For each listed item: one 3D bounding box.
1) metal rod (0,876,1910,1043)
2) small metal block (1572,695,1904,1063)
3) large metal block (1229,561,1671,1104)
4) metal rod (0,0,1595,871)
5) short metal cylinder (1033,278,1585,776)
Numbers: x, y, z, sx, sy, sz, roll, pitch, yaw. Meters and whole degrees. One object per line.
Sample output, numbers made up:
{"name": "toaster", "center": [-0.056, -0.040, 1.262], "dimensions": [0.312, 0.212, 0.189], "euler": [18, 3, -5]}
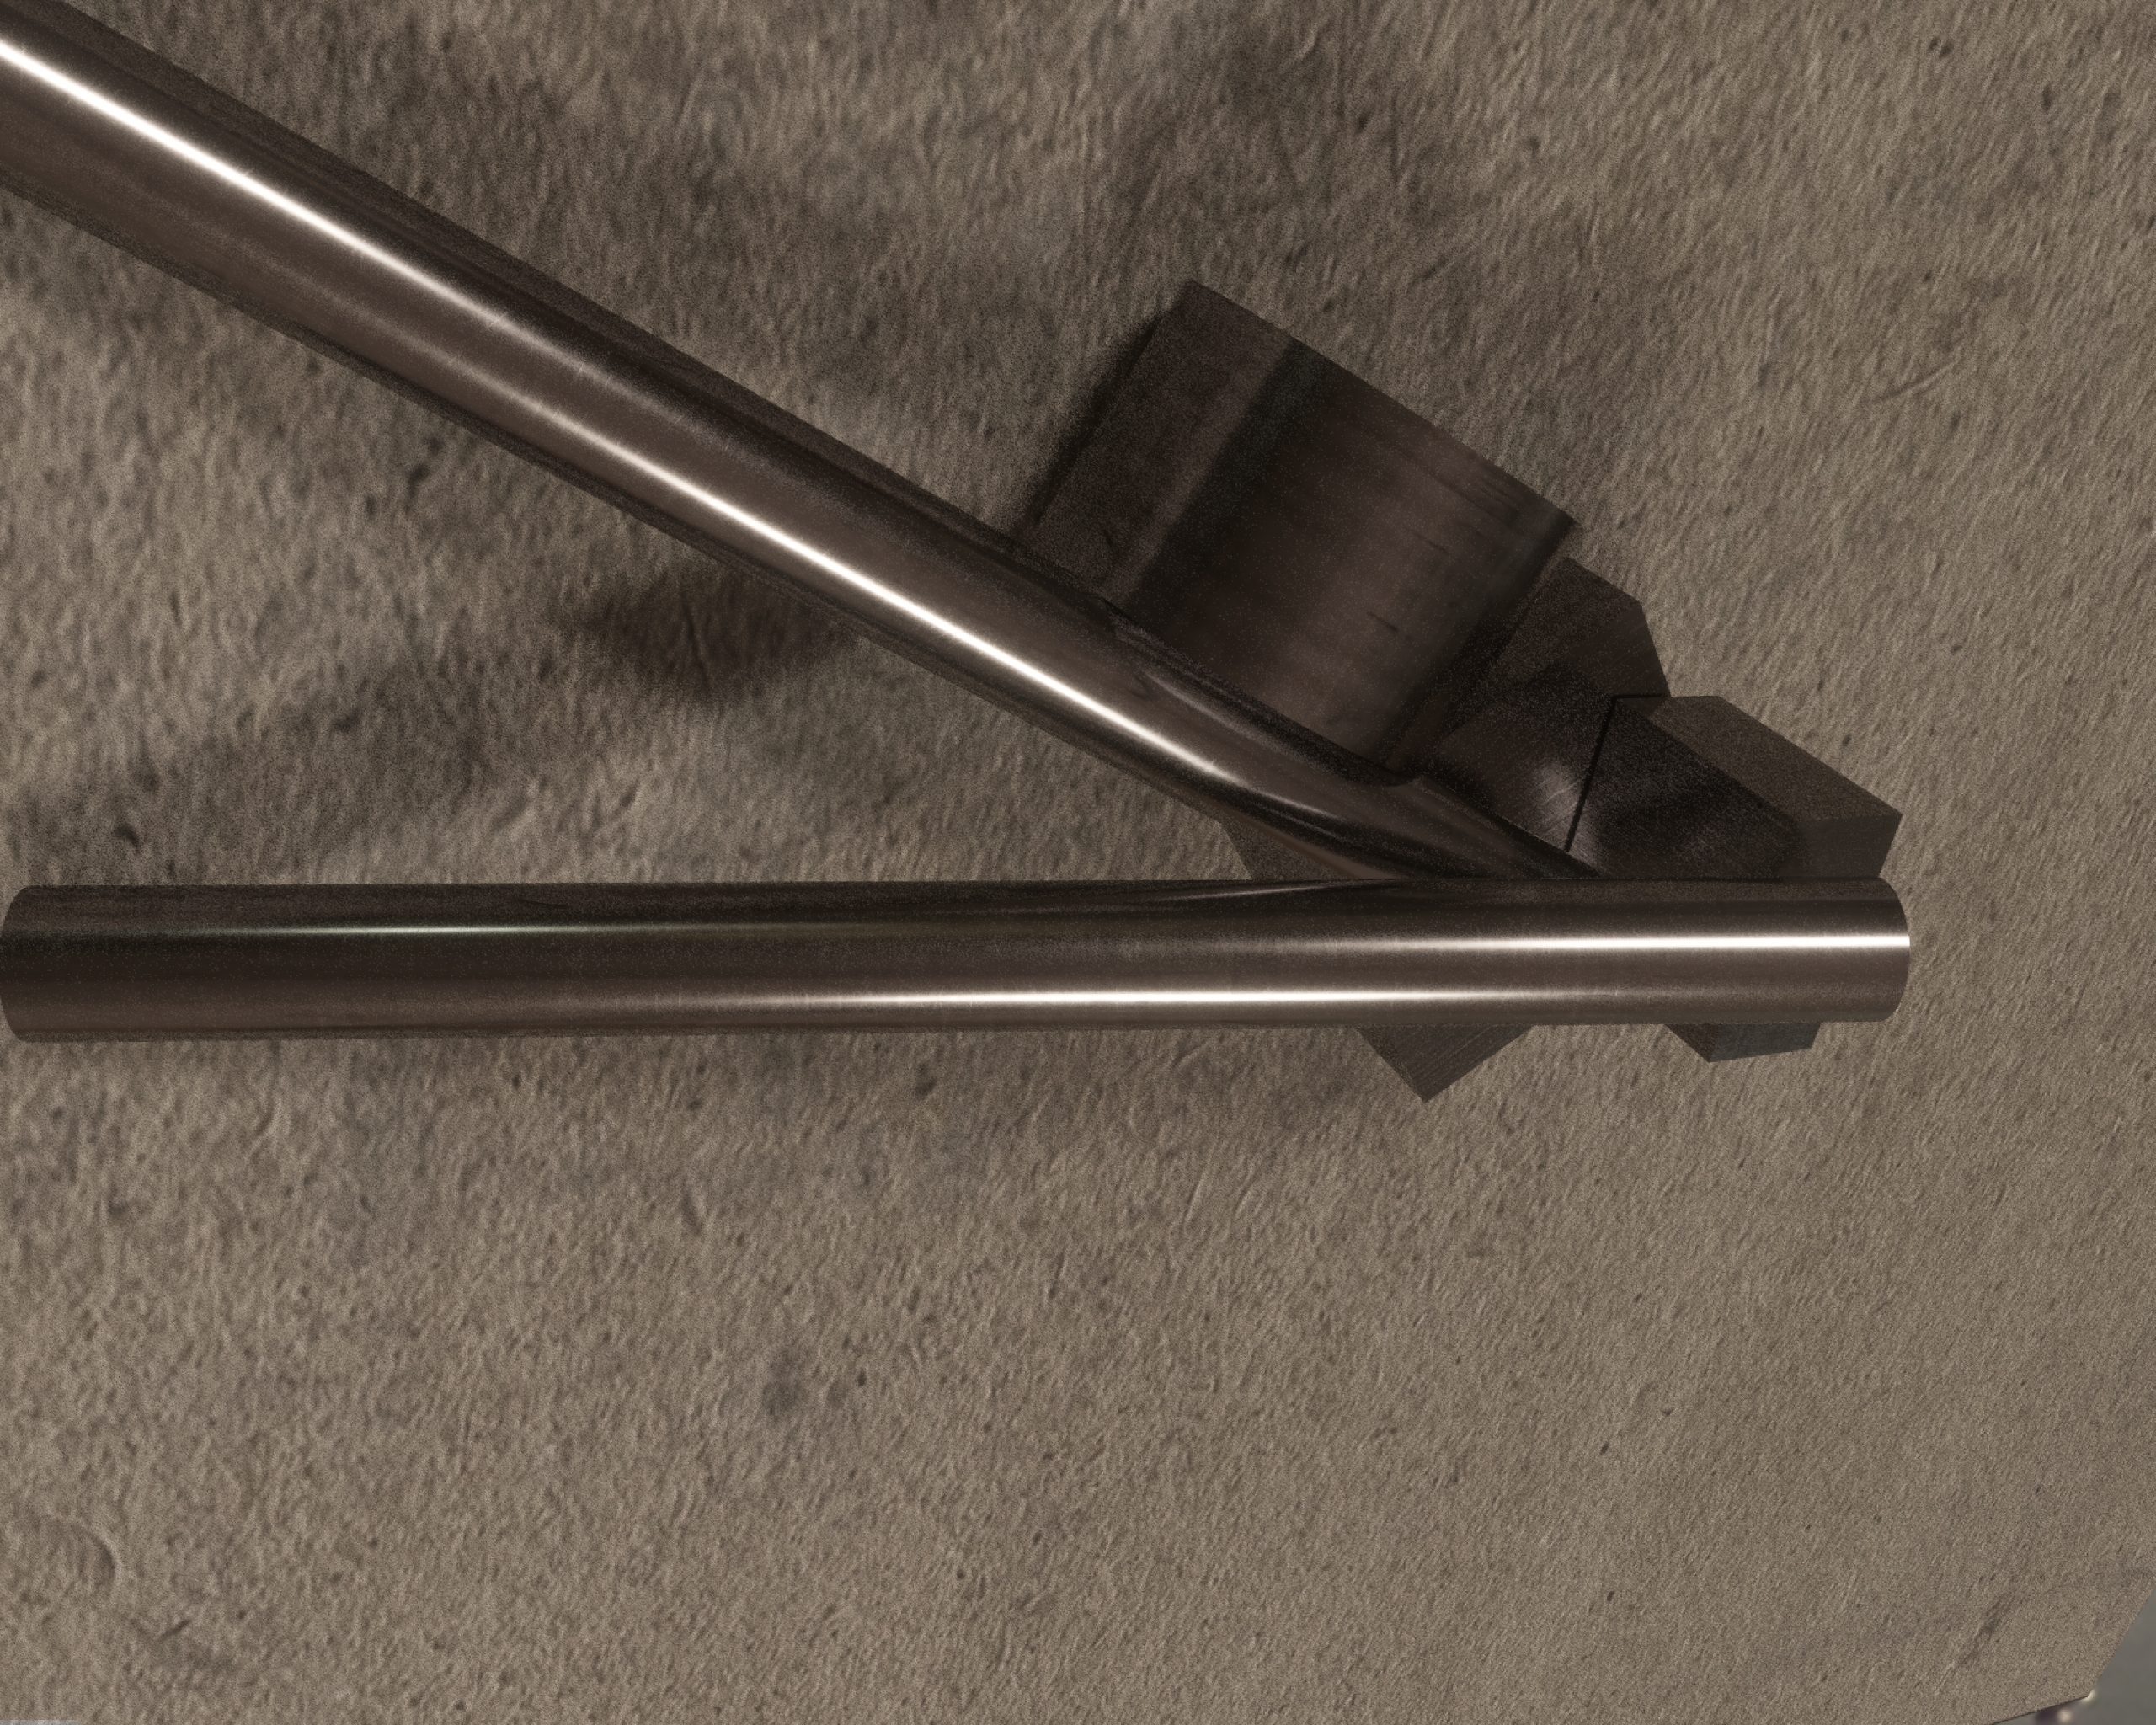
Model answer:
{"name": "metal rod", "center": [-0.015, 0.015, 0.342], "dimensions": [0.302, 0.025, 0.025], "euler": [0, 121, -5]}
{"name": "small metal block", "center": [0.120, 0.002, 0.392], "dimensions": [0.025, 0.050, 0.050], "euler": [-4, 121, -26]}
{"name": "large metal block", "center": [0.078, -0.011, 0.428], "dimensions": [0.080, 0.050, 0.080], "euler": [-35, 129, -4]}
{"name": "metal rod", "center": [-0.032, -0.049, 0.324], "dimensions": [0.302, 0.025, 0.025], "euler": [26, 104, -26]}
{"name": "short metal cylinder", "center": [0.040, -0.058, 0.362], "dimensions": [0.080, 0.080, 0.050], "euler": [23, 106, -37]}
